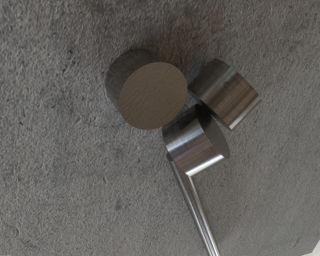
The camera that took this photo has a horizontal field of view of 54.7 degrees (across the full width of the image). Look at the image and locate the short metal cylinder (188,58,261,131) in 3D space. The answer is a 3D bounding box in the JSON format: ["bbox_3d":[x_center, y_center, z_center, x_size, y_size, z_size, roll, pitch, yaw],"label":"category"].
[{"bbox_3d":[0.078,-0.041,0.389,0.050,0.080,0.080,-47,129,4],"label":"short metal cylinder"}]

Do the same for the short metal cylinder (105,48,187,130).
[{"bbox_3d":[-0.016,-0.045,0.354,0.081,0.050,0.079,-14,124,-21],"label":"short metal cylinder"}]

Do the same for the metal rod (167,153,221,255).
[{"bbox_3d":[0.066,0.147,0.533,0.025,0.025,0.299,-30,129,-10],"label":"metal rod"}]

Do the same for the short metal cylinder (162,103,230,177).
[{"bbox_3d":[0.047,0.015,0.398,0.050,0.080,0.080,-32,133,22],"label":"short metal cylinder"}]
